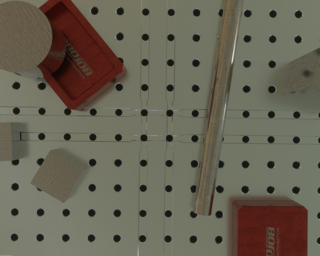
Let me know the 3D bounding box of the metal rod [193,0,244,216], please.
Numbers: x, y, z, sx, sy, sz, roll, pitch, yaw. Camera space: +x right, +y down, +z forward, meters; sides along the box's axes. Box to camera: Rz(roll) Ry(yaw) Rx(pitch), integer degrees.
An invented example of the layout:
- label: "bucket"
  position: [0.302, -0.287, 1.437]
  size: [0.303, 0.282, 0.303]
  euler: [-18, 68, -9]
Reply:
- label: "metal rod"
  position: [0.078, -0.034, 0.413]
  size: [0.025, 0.025, 0.298]
  euler: [9, 90, 0]

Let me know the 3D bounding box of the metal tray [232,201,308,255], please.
- label: "metal tray"
  position: [0.145, 0.165, 0.412]
  size: [0.091, 0.030, 0.129]
  euler: [0, 90, 0]

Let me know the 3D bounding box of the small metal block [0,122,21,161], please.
- label: "small metal block"
  position: [-0.217, 0.018, 0.412]
  size: [0.050, 0.025, 0.050]
  euler: [-3, 90, 0]

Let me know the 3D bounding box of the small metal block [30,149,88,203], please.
- label: "small metal block"
  position: [-0.133, 0.063, 0.412]
  size: [0.050, 0.025, 0.050]
  euler: [31, 90, 0]

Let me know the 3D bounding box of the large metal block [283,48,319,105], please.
- label: "large metal block"
  position: [0.215, -0.058, 0.387]
  size: [0.080, 0.080, 0.050]
  euler: [15, 90, 0]

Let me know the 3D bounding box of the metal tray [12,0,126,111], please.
- label: "metal tray"
  position: [-0.119, -0.099, 0.409]
  size: [0.090, 0.030, 0.130]
  euler: [-39, 90, 0]

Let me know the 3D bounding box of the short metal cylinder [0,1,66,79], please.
- label: "short metal cylinder"
  position: [-0.160, -0.102, 0.369]
  size: [0.081, 0.050, 0.080]
  euler: [0, 90, 0]
